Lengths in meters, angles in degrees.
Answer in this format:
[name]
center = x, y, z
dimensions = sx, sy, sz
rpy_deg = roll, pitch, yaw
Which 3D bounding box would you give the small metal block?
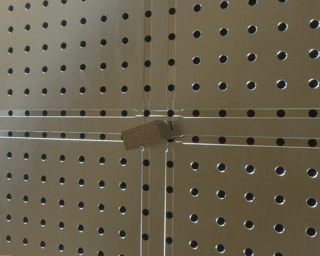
[small metal block]
center = -0.015, 0.009, 0.405
dimensions = 0.050, 0.050, 0.025
rpy_deg = -18, 84, 19
